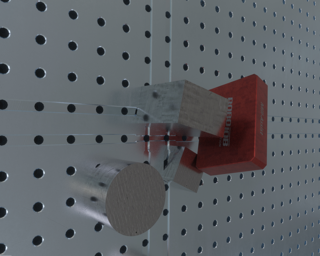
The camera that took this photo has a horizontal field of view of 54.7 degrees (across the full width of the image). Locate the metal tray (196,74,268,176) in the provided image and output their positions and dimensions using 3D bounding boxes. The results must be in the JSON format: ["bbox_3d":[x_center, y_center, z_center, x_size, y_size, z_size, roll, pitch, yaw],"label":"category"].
[{"bbox_3d":[0.101,-0.003,0.433,0.030,0.090,0.130,31,57,-36],"label":"metal tray"}]

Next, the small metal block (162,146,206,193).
[{"bbox_3d":[0.035,0.059,0.439,0.050,0.025,0.050,33,70,-35],"label":"small metal block"}]

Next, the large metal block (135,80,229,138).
[{"bbox_3d":[0.028,-0.021,0.397,0.081,0.080,0.050,17,80,-39],"label":"large metal block"}]

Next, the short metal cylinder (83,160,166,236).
[{"bbox_3d":[-0.040,0.078,0.359,0.081,0.050,0.079,0,90,-40],"label":"short metal cylinder"}]
